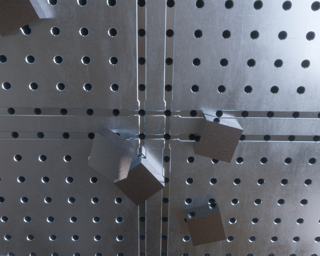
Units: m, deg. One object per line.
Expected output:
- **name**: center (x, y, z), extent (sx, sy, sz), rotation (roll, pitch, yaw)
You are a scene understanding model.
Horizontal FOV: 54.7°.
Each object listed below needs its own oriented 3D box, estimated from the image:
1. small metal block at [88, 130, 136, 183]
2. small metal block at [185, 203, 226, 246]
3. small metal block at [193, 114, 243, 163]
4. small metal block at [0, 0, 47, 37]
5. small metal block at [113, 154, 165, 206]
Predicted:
- **small metal block**: center (-0.065, 0.036, 0.413), extent (0.050, 0.025, 0.050), rotation (28, 112, 28)
- **small metal block**: center (0.069, 0.146, 0.468), extent (0.050, 0.025, 0.050), rotation (-13, 110, 4)
- **small metal block**: center (0.078, 0.014, 0.420), extent (0.050, 0.025, 0.050), rotation (15, 109, -6)
- **small metal block**: center (-0.170, -0.141, 0.359), extent (0.050, 0.025, 0.050), rotation (-23, 109, 8)
- **small metal block**: center (-0.029, 0.075, 0.441), extent (0.050, 0.025, 0.050), rotation (-38, 106, 12)
